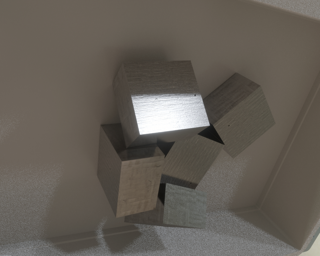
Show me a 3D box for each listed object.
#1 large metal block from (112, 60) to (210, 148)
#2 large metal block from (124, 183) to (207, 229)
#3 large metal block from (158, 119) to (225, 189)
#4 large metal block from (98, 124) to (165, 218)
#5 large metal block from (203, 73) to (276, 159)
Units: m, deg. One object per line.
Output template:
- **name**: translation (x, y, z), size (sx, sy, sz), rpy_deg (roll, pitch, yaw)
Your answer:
- **large metal block**: translation (-0.001, -0.027, 0.348), size (0.081, 0.080, 0.050), rpy_deg (-7, 163, -24)
- **large metal block**: translation (0.008, 0.112, 0.439), size (0.080, 0.080, 0.050), rpy_deg (21, 65, -38)
- **large metal block**: translation (0.028, 0.033, 0.430), size (0.080, 0.050, 0.080), rpy_deg (21, 107, -36)
- **large metal block**: translation (-0.040, 0.048, 0.381), size (0.050, 0.080, 0.079), rpy_deg (-6, 121, -26)
- **large metal block**: translation (0.107, -0.017, 0.441), size (0.080, 0.050, 0.080), rpy_deg (-40, 130, -2)
